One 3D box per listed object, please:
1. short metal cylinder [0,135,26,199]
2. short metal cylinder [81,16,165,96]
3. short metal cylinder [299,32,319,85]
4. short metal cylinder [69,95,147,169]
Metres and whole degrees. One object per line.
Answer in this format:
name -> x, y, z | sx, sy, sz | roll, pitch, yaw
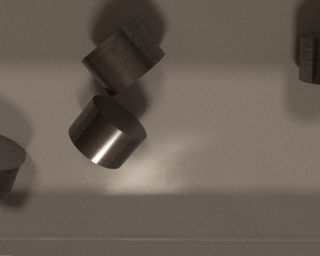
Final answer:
short metal cylinder -> -0.223, 0.047, 0.396 | 0.080, 0.080, 0.050 | 28, 108, -10
short metal cylinder -> -0.041, -0.080, 0.352 | 0.080, 0.080, 0.050 | -35, 107, 12
short metal cylinder -> 0.204, -0.083, 0.354 | 0.080, 0.080, 0.050 | -6, 110, 2
short metal cylinder -> -0.064, 0.004, 0.383 | 0.080, 0.080, 0.050 | 37, 106, -13
